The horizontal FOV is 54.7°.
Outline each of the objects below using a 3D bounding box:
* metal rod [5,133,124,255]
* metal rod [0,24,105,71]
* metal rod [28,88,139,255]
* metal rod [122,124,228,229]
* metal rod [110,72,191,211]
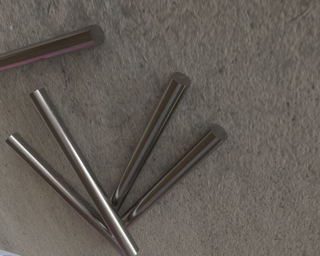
[{"bbox_3d":[-0.164,0.125,0.567,0.300,0.025,0.025,46,129,-5],"label":"metal rod"},{"bbox_3d":[-0.205,-0.102,0.449,0.300,0.025,0.025,-5,116,30],"label":"metal rod"},{"bbox_3d":[-0.116,0.075,0.489,0.025,0.025,0.299,-24,99,36],"label":"metal rod"},{"bbox_3d":[-0.003,0.094,0.465,0.025,0.025,0.298,40,129,0],"label":"metal rod"},{"bbox_3d":[-0.031,0.045,0.449,0.025,0.025,0.298,33,129,6],"label":"metal rod"}]
